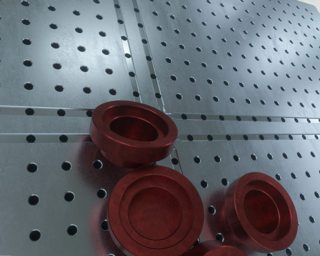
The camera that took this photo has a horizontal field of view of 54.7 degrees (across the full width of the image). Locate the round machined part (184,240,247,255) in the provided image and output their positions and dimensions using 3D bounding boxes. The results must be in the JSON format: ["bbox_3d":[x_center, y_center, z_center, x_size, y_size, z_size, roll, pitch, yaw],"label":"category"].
[{"bbox_3d":[0.046,0.161,0.309,0.099,0.042,0.097,1,88,-32],"label":"round machined part"}]

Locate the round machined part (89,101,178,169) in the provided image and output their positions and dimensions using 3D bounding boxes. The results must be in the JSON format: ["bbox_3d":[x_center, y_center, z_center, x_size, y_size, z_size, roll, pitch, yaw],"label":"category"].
[{"bbox_3d":[-0.032,0.010,0.358,0.099,0.042,0.098,13,30,-7],"label":"round machined part"}]

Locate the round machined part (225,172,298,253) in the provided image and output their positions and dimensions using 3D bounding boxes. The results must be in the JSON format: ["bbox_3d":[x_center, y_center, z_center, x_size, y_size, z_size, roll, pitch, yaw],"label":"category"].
[{"bbox_3d":[0.124,0.110,0.399,0.099,0.042,0.098,14,56,-21],"label":"round machined part"}]

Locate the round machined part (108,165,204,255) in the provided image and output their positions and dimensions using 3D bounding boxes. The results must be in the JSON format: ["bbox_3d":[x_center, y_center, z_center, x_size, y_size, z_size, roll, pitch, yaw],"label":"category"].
[{"bbox_3d":[-0.007,0.093,0.329,0.099,0.042,0.098,6,58,-9],"label":"round machined part"}]
